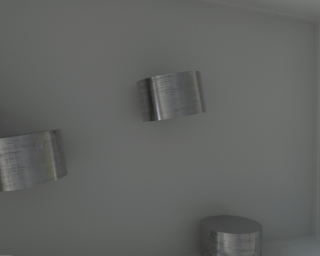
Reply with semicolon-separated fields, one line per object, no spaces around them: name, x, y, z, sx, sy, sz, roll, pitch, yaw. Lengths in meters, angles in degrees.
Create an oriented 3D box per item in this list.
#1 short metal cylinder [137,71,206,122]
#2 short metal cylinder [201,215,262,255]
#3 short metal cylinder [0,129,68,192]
short metal cylinder;0.014;-0.039;0.388;0.081;0.080;0.050;-11;94;-20
short metal cylinder;0.096;0.154;0.419;0.081;0.080;0.050;1;90;-20
short metal cylinder;-0.143;0.032;0.329;0.081;0.080;0.050;-9;94;-20
